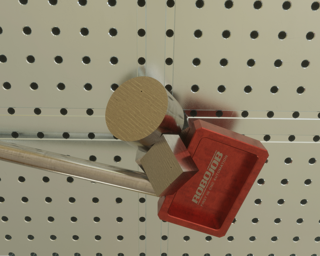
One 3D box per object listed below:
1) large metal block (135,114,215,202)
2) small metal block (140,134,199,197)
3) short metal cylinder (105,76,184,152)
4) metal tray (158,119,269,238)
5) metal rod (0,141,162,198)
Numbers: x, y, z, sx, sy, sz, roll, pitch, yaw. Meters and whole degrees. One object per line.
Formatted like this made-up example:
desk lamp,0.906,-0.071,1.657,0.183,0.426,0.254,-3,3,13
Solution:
large metal block,0.025,0.042,0.414,0.080,0.050,0.080,-34,107,11
small metal block,0.009,0.042,0.352,0.025,0.050,0.050,4,137,-43
short metal cylinder,-0.018,-0.015,0.372,0.080,0.080,0.050,-33,150,11
metal tray,0.061,0.064,0.379,0.091,0.030,0.129,19,109,-7
metal rod,-0.142,0.043,0.396,0.302,0.025,0.025,12,110,7
